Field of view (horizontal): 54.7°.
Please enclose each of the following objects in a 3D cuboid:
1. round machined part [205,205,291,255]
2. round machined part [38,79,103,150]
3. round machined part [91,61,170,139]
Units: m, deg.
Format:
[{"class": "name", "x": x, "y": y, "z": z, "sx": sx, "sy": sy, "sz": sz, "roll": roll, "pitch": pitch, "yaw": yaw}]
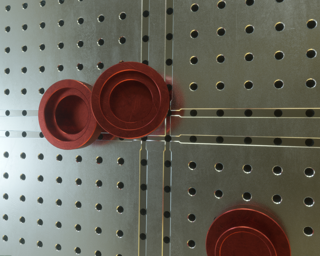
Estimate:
[{"class": "round machined part", "x": 0.102, "y": 0.145, "z": 0.367, "sx": 0.098, "sy": 0.042, "sz": 0.097, "roll": 0, "pitch": 90, "yaw": 19}, {"class": "round machined part", "x": -0.121, "y": -0.019, "z": 0.444, "sx": 0.098, "sy": 0.042, "sz": 0.097, "roll": 0, "pitch": 90, "yaw": 20}, {"class": "round machined part", "x": -0.037, "y": -0.034, "z": 0.406, "sx": 0.099, "sy": 0.042, "sz": 0.097, "roll": 0, "pitch": 85, "yaw": 1}]
